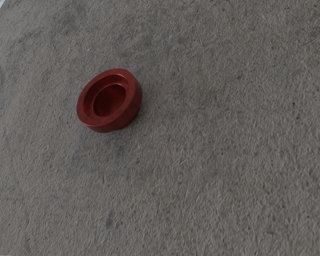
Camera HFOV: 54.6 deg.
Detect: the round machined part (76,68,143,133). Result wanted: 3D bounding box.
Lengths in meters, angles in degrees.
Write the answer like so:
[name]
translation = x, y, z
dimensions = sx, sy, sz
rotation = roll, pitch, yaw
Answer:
[round machined part]
translation = -0.069, -0.035, 0.452
dimensions = 0.098, 0.042, 0.098
rotation = -13, 56, 21
